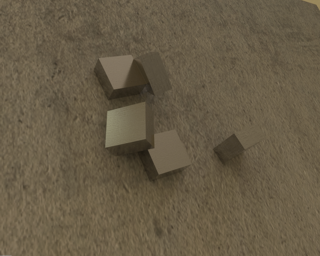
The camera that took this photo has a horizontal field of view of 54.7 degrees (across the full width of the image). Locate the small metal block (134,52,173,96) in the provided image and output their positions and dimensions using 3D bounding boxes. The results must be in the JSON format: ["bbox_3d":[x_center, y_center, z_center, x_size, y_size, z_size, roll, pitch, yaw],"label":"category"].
[{"bbox_3d":[-0.010,-0.073,0.414,0.025,0.050,0.050,-25,108,-7],"label":"small metal block"}]

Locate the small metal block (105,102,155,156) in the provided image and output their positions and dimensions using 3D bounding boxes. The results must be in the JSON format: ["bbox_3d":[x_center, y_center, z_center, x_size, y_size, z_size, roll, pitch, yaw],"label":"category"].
[{"bbox_3d":[-0.035,0.001,0.367,0.025,0.050,0.050,52,30,-54],"label":"small metal block"}]

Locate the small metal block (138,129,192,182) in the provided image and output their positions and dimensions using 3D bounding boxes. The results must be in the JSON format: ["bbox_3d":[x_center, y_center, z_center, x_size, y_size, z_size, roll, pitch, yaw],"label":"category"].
[{"bbox_3d":[0.004,0.034,0.387,0.050,0.025,0.050,-12,68,-34],"label":"small metal block"}]

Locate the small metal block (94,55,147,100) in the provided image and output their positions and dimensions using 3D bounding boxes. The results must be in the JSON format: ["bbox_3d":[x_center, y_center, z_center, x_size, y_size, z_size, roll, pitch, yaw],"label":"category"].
[{"bbox_3d":[-0.054,-0.069,0.418,0.050,0.025,0.050,-16,70,-35],"label":"small metal block"}]

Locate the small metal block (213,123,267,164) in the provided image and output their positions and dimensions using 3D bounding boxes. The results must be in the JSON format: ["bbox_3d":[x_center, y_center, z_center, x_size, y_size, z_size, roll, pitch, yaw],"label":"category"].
[{"bbox_3d":[0.112,0.022,0.437,0.050,0.050,0.025,-21,73,-36],"label":"small metal block"}]
